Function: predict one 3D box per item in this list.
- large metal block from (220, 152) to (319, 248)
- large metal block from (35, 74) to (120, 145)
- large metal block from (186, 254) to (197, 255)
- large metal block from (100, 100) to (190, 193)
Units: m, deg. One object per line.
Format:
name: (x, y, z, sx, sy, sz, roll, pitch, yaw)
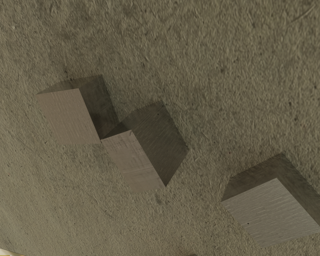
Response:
large metal block: (0.135, 0.089, 0.374, 0.080, 0.050, 0.080, 48, 129, -6)
large metal block: (-0.113, -0.024, 0.436, 0.080, 0.050, 0.080, -3, 117, 30)
large metal block: (0.052, 0.272, 0.512, 0.050, 0.080, 0.080, -34, 100, 38)
large metal block: (-0.015, 0.022, 0.393, 0.050, 0.080, 0.080, -18, 109, 35)
